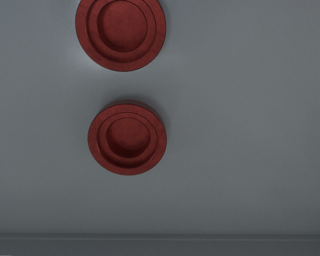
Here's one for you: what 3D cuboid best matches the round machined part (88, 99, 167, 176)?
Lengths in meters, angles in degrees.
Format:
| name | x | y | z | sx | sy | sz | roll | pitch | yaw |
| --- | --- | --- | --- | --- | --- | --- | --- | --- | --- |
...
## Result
| name | x | y | z | sx | sy | sz | roll | pitch | yaw |
| --- | --- | --- | --- | --- | --- | --- | --- | --- | --- |
| round machined part | -0.041 | 0.009 | 0.405 | 0.099 | 0.042 | 0.097 | 0 | 110 | -1 |

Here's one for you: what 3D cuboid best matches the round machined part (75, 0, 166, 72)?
| name | x | y | z | sx | sy | sz | roll | pitch | yaw |
| --- | --- | --- | --- | --- | --- | --- | --- | --- | --- |
| round machined part | -0.042 | -0.118 | 0.354 | 0.099 | 0.042 | 0.097 | 0 | 118 | 0 |
